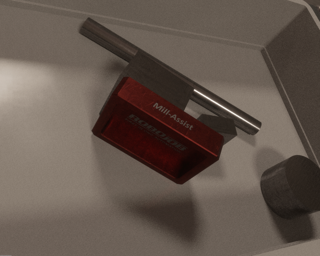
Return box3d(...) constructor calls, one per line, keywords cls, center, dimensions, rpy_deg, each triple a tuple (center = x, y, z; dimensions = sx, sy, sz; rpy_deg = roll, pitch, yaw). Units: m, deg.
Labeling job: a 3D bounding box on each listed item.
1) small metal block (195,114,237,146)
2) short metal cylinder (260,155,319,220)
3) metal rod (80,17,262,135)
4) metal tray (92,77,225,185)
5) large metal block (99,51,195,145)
box3d(cls="small metal block", center=(0.068, 0.007, 0.424), dimensions=(0.050, 0.050, 0.025), rpy_deg=(8, 58, -25))
box3d(cls="short metal cylinder", center=(0.193, 0.085, 0.444), dimensions=(0.081, 0.050, 0.080), rpy_deg=(14, 56, -21))
box3d(cls="metal rod", center=(0.023, -0.072, 0.463), dimensions=(0.301, 0.025, 0.025), rpy_deg=(30, 52, -10))
box3d(cls="metal tray", center=(-0.005, 0.009, 0.357), dimensions=(0.130, 0.090, 0.030), rpy_deg=(32, 52, -8))
box3d(cls="large metal block", center=(-0.018, -0.033, 0.382), dimensions=(0.080, 0.080, 0.050), rpy_deg=(33, 51, -7))
